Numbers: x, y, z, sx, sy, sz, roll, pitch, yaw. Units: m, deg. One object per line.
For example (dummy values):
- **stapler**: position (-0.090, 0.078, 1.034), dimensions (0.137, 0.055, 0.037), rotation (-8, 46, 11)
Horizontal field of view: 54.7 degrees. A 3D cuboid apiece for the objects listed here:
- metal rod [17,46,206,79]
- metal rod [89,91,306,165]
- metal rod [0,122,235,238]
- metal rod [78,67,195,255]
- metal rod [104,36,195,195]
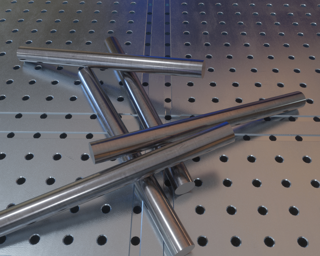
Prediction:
- **metal rod**: position (-0.083, -0.100, 0.463), dimensions (0.301, 0.025, 0.025), rotation (8, 50, 17)
- **metal rod**: position (0.063, -0.007, 0.390), dimensions (0.302, 0.025, 0.025), rotation (-14, 51, -21)
- **metal rod**: position (-0.060, 0.058, 0.331), dimensions (0.302, 0.025, 0.025), rotation (-21, 53, -8)
- **metal rod**: position (-0.045, 0.020, 0.390), dimensions (0.025, 0.025, 0.300), rotation (-21, 53, -17)
- **metal rod**: position (-0.027, -0.038, 0.439), dimensions (0.025, 0.025, 0.300), rotation (-17, 52, -14)
